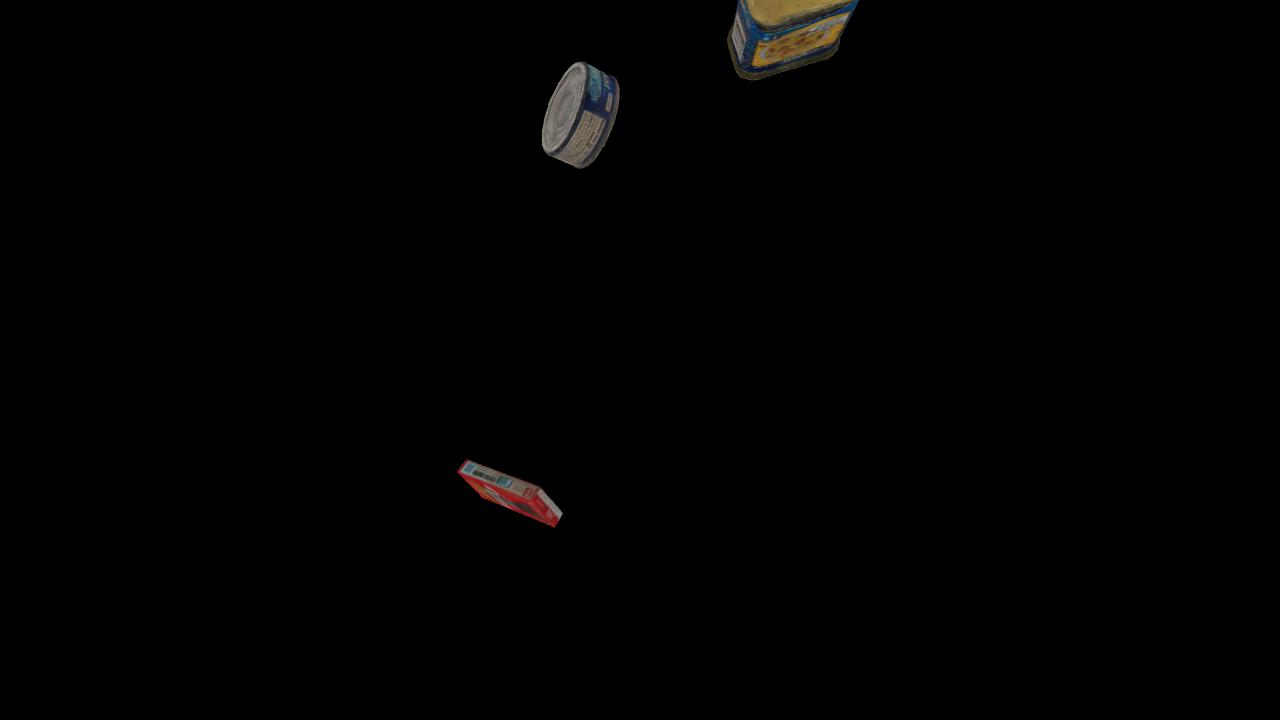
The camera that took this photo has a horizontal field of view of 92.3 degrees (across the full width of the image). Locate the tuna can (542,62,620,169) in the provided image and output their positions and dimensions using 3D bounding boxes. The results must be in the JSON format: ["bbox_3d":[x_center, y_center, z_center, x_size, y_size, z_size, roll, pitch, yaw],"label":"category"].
[{"bbox_3d":[-0.054,-0.215,0.540,0.034,0.084,0.084,15,-8,-32],"label":"tuna can"}]

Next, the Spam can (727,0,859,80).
[{"bbox_3d":[0.131,-0.297,0.528,0.101,0.058,0.085,-17,-2,1],"label":"Spam can"}]

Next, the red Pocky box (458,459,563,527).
[{"bbox_3d":[-0.193,0.198,0.913,0.155,0.028,0.083,11,-34,32],"label":"red Pocky box"}]
